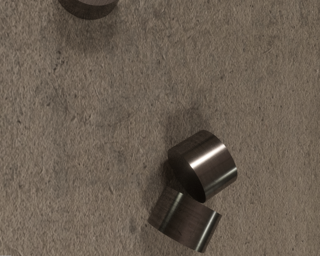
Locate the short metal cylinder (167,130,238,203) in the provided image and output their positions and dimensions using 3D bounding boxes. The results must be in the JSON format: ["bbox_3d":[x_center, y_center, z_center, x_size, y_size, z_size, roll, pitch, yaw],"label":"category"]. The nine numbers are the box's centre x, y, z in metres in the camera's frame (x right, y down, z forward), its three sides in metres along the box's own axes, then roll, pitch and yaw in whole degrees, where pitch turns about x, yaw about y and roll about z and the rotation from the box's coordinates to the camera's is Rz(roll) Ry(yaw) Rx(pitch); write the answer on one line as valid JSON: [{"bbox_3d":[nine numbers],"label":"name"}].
[{"bbox_3d":[0.053,0.049,0.401,0.050,0.080,0.080,-30,100,-18],"label":"short metal cylinder"}]

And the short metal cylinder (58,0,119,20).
[{"bbox_3d":[-0.083,-0.176,0.365,0.081,0.050,0.079,0,90,-21],"label":"short metal cylinder"}]

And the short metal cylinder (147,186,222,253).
[{"bbox_3d":[0.031,0.114,0.393,0.080,0.080,0.050,32,80,-18],"label":"short metal cylinder"}]
